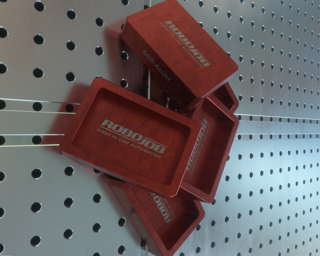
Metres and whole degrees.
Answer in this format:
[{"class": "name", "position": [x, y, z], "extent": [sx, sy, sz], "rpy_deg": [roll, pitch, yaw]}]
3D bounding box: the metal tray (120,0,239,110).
[{"class": "metal tray", "position": [0.026, -0.096, 0.390], "extent": [0.130, 0.030, 0.091], "rpy_deg": [49, 56, 5]}]

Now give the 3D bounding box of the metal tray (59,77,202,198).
[{"class": "metal tray", "position": [-0.030, 0.012, 0.342], "extent": [0.131, 0.030, 0.090], "rpy_deg": [24, 72, -6]}]

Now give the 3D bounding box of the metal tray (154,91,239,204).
[{"class": "metal tray", "position": [0.053, 0.024, 0.413], "extent": [0.090, 0.030, 0.130], "rpy_deg": [36, 68, -35]}]

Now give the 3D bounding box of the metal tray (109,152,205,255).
[{"class": "metal tray", "position": [0.002, 0.095, 0.409], "extent": [0.091, 0.030, 0.129], "rpy_deg": [-40, 115, -33]}]

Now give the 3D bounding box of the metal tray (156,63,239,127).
[{"class": "metal tray", "position": [0.060, -0.054, 0.458], "extent": [0.090, 0.030, 0.130], "rpy_deg": [-51, 120, -28]}]
